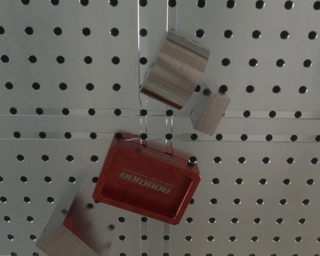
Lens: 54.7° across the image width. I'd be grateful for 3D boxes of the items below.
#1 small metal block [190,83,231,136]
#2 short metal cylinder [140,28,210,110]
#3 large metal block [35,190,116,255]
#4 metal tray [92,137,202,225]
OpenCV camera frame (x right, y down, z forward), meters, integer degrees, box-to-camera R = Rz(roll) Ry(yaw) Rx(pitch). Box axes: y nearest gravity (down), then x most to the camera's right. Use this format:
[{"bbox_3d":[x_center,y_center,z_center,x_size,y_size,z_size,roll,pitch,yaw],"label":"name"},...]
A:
[{"bbox_3d":[0.062,-0.024,0.392,0.025,0.050,0.050,22,109,-8],"label":"small metal block"},{"bbox_3d":[0.016,-0.067,0.359,0.050,0.080,0.080,24,108,-9],"label":"short metal cylinder"},{"bbox_3d":[-0.114,0.149,0.438,0.050,0.080,0.080,-39,106,13],"label":"large metal block"},{"bbox_3d":[-0.019,0.077,0.438,0.131,0.030,0.089,20,109,-8],"label":"metal tray"}]
